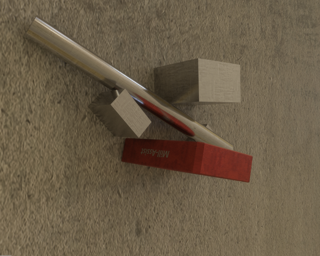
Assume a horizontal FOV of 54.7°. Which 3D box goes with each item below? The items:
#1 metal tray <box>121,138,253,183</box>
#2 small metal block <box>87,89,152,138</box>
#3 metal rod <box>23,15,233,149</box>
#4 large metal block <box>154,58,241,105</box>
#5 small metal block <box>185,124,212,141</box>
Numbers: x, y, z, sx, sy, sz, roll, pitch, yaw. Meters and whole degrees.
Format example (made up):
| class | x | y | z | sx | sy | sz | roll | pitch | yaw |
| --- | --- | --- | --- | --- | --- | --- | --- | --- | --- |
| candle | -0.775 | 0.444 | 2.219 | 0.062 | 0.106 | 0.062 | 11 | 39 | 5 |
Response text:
| class | x | y | z | sx | sy | sz | roll | pitch | yaw |
| --- | --- | --- | --- | --- | --- | --- | --- | --- | --- |
| metal tray | 0.028 | 0.036 | 0.363 | 0.091 | 0.130 | 0.030 | 16 | 80 | -39 |
| small metal block | -0.046 | -0.016 | 0.352 | 0.050 | 0.050 | 0.025 | 52 | 59 | -28 |
| metal rod | -0.015 | -0.033 | 0.378 | 0.301 | 0.025 | 0.025 | 31 | 71 | -31 |
| large metal block | 0.049 | -0.057 | 0.412 | 0.081 | 0.080 | 0.050 | -3 | 92 | -40 |
| small metal block | 0.063 | 0.029 | 0.462 | 0.050 | 0.025 | 0.050 | 49 | 61 | -29 |
